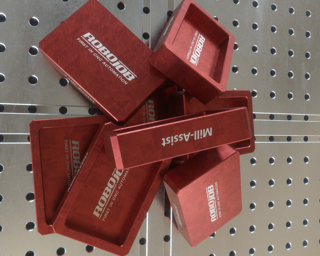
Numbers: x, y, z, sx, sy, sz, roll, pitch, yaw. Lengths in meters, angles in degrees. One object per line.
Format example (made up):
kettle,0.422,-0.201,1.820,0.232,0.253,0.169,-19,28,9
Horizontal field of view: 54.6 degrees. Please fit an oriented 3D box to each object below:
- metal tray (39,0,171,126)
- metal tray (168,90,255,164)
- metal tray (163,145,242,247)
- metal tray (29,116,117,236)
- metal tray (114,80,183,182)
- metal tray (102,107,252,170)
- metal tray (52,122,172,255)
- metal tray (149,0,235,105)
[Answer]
metal tray,-0.063,-0.077,0.369,0.130,0.030,0.090,43,76,1
metal tray,0.074,-0.005,0.417,0.131,0.030,0.090,-5,92,-37
metal tray,0.060,0.087,0.396,0.090,0.030,0.129,-30,133,-17
metal tray,-0.103,0.053,0.372,0.091,0.030,0.129,-5,91,-21
metal tray,-0.012,0.000,0.405,0.091,0.030,0.129,-5,90,-22
metal tray,0.012,0.007,0.314,0.131,0.090,0.030,-12,94,-15
metal tray,-0.053,0.069,0.358,0.090,0.030,0.130,28,81,-18
metal tray,0.047,-0.101,0.391,0.090,0.030,0.130,35,46,-16
